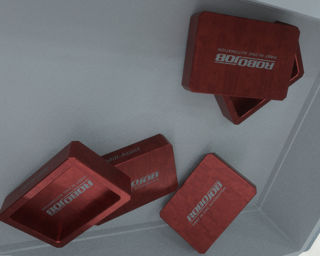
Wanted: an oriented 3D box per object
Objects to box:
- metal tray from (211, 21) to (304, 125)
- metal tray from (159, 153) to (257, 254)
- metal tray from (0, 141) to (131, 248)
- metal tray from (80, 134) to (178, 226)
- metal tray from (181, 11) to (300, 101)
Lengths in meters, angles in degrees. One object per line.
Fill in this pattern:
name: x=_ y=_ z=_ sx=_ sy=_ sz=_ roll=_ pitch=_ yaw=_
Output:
metal tray: x=0.137 y=-0.076 z=0.435 sx=0.130 sy=0.030 sz=0.090 roll=-37 pitch=130 yaw=-4
metal tray: x=0.073 y=0.114 z=0.478 sx=0.130 sy=0.090 sz=0.030 roll=-52 pitch=165 yaw=8
metal tray: x=-0.109 y=0.083 z=0.364 sx=0.130 sy=0.030 sz=0.090 roll=-38 pitch=121 yaw=18
metal tray: x=-0.043 y=0.071 z=0.428 sx=0.131 sy=0.030 sz=0.089 roll=-21 pitch=127 yaw=-16
metal tray: x=0.097 y=-0.084 z=0.376 sx=0.131 sy=0.030 sz=0.089 roll=4 pitch=103 yaw=-16
